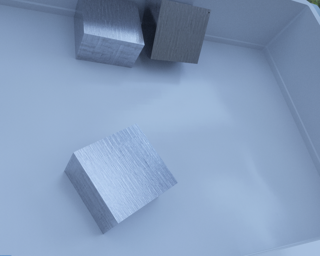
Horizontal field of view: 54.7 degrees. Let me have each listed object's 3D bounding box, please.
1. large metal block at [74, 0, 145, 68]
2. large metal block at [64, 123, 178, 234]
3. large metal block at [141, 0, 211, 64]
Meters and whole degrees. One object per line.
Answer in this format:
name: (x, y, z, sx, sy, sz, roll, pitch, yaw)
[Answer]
large metal block: (-0.073, -0.137, 0.433, 0.081, 0.050, 0.080, 4, 60, -26)
large metal block: (-0.042, 0.053, 0.334, 0.081, 0.050, 0.080, -27, 77, -37)
large metal block: (0.019, -0.144, 0.459, 0.081, 0.079, 0.050, -1, 26, -29)
